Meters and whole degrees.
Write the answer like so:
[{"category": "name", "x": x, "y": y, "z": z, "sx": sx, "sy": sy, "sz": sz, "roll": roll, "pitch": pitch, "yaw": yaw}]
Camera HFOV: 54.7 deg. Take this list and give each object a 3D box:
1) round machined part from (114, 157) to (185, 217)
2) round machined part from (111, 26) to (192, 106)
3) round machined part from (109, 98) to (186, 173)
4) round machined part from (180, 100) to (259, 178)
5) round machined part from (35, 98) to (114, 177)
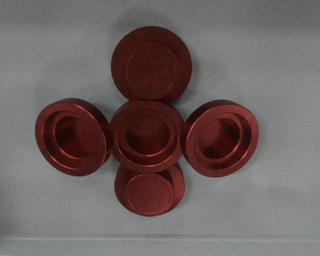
[{"category": "round machined part", "x": -0.015, "y": 0.083, "z": 0.431, "sx": 0.099, "sy": 0.042, "sz": 0.097, "roll": 0, "pitch": 110, "yaw": 0}, {"category": "round machined part", "x": -0.010, "y": -0.071, "z": 0.374, "sx": 0.099, "sy": 0.042, "sz": 0.097, "roll": 0, "pitch": 110, "yaw": 0}, {"category": "round machined part", "x": -0.016, "y": 0.006, "z": 0.402, "sx": 0.099, "sy": 0.042, "sz": 0.097, "roll": 0, "pitch": 110, "yaw": 0}, {"category": "round machined part", "x": 0.072, "y": 0.011, "z": 0.396, "sx": 0.099, "sy": 0.042, "sz": 0.097, "roll": -6, "pitch": 111, "yaw": -16}, {"category": "round machined part", "x": -0.104, "y": 0.009, "z": 0.394, "sx": 0.098, "sy": 0.042, "sz": 0.097, "roll": 6, "pitch": 111, "yaw": 16}]
